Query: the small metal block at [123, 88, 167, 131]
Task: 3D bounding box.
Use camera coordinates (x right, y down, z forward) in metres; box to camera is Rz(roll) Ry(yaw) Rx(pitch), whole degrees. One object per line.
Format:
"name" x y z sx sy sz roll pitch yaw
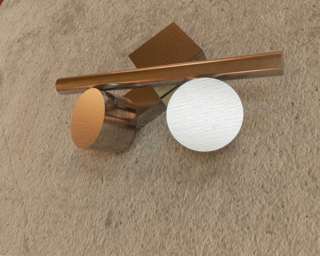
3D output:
"small metal block" -0.025 -0.033 0.439 0.050 0.025 0.050 -36 51 2

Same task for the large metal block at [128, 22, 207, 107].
"large metal block" 0.014 -0.089 0.434 0.080 0.050 0.080 -36 51 4

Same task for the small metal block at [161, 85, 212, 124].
"small metal block" 0.038 -0.031 0.404 0.050 0.025 0.050 -37 51 3

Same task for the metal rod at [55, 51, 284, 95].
"metal rod" -0.009 -0.063 0.382 0.300 0.025 0.025 -1 61 27

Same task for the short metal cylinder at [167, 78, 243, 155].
"short metal cylinder" 0.051 -0.011 0.351 0.080 0.050 0.080 -2 81 10

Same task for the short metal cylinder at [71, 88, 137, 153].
"short metal cylinder" -0.076 -0.008 0.416 0.080 0.050 0.080 -14 69 44
